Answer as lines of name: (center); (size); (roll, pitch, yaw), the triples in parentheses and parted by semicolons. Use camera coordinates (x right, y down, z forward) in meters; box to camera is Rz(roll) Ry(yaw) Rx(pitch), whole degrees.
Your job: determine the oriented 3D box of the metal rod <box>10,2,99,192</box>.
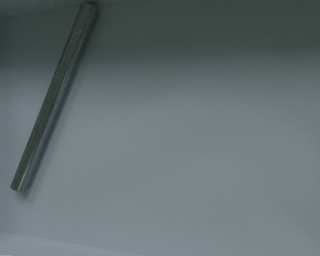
metal rod: (-0.161, -0.040, 0.465); (0.025, 0.025, 0.298); (27, 99, 17)
